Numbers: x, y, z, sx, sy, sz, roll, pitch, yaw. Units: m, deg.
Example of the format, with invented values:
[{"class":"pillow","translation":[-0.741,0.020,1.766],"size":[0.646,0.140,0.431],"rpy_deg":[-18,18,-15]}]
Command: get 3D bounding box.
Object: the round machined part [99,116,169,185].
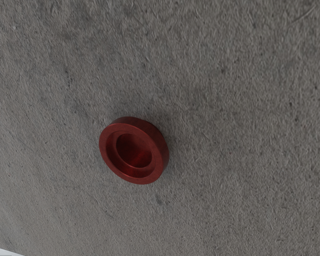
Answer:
[{"class":"round machined part","translation":[-0.032,0.027,0.430],"size":[0.098,0.042,0.097],"rpy_deg":[13,124,21]}]
